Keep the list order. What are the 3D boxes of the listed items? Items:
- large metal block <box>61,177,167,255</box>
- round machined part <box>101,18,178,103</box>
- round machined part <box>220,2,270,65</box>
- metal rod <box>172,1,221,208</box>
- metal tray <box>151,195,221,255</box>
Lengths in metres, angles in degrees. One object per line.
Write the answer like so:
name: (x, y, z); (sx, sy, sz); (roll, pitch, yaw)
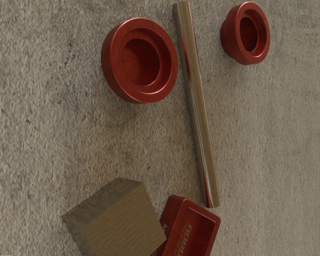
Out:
large metal block: (-0.049, 0.113, 0.349); (0.081, 0.050, 0.080); (-33, 111, -35)
round machined part: (-0.028, -0.078, 0.372); (0.099, 0.042, 0.097); (0, 90, -40)
round machined part: (0.137, -0.152, 0.511); (0.099, 0.042, 0.097); (0, 90, -40)
metal rod: (0.055, -0.028, 0.453); (0.025, 0.025, 0.298); (-17, 101, -39)
metal tray: (0.029, 0.170, 0.428); (0.090, 0.030, 0.130); (37, 67, -34)
